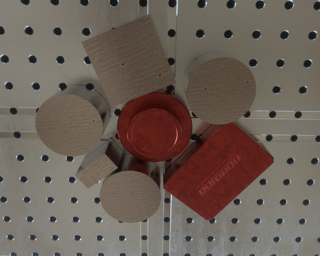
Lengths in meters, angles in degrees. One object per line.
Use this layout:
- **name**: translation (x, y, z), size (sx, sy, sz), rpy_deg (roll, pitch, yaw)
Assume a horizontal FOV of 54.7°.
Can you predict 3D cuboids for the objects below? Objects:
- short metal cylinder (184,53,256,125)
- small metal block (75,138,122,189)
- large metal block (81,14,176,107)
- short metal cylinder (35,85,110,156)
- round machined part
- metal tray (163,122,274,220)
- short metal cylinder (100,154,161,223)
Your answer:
- **short metal cylinder**: translation (0.071, -0.050, 0.381), size (0.081, 0.050, 0.079), rpy_deg (0, 110, 0)
- **small metal block**: translation (-0.080, 0.047, 0.415), size (0.050, 0.050, 0.025), rpy_deg (-35, 106, 12)
- **large metal block**: translation (-0.034, -0.081, 0.370), size (0.080, 0.050, 0.080), rpy_deg (-20, 109, 7)
- **short metal cylinder**: translation (-0.108, -0.011, 0.394), size (0.081, 0.050, 0.079), rpy_deg (0, 110, 0)
- **round machined part**: translation (-0.007, 0.001, 0.404), size (0.099, 0.042, 0.097), rpy_deg (0, 110, 0)
- **metal tray**: translation (0.078, 0.057, 0.431), size (0.090, 0.030, 0.130), rpy_deg (39, 105, -13)
- **short metal cylinder**: translation (-0.039, 0.083, 0.429), size (0.081, 0.050, 0.079), rpy_deg (0, 110, 0)
